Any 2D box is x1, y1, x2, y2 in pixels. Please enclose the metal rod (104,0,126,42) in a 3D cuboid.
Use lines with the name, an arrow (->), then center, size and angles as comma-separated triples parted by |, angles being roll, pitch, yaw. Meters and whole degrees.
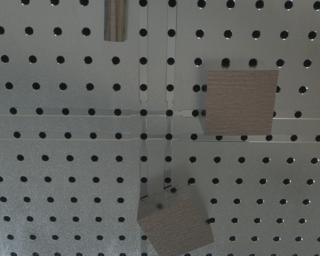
metal rod -> -0.043, -0.245, 0.322 | 0.025, 0.025, 0.298 | 4, 110, -2

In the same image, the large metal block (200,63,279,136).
large metal block -> 0.095, -0.037, 0.387 | 0.081, 0.050, 0.079 | 0, 110, 0

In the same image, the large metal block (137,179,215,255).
large metal block -> 0.022, 0.134, 0.450 | 0.080, 0.050, 0.080 | -25, 108, 9
